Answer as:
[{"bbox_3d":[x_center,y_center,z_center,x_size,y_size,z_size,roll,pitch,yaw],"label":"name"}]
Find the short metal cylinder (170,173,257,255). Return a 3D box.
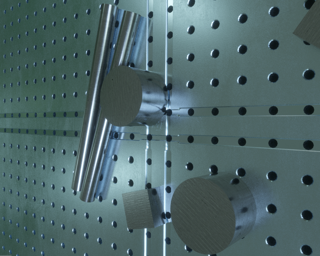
[{"bbox_3d":[0.059,0.092,0.345,0.080,0.050,0.079,0,90,40],"label":"short metal cylinder"}]

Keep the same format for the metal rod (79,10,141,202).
[{"bbox_3d":[-0.079,-0.024,0.474,0.025,0.025,0.298,26,106,37],"label":"metal rod"}]

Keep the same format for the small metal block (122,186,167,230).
[{"bbox_3d":[-0.022,0.111,0.428,0.050,0.025,0.050,-19,78,38],"label":"small metal block"}]

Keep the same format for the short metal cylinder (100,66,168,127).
[{"bbox_3d":[-0.036,-0.041,0.423,0.080,0.050,0.079,0,90,40],"label":"short metal cylinder"}]

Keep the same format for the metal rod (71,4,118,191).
[{"bbox_3d":[-0.106,-0.042,0.496,0.025,0.025,0.298,20,102,38],"label":"metal rod"}]

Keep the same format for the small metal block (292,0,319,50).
[{"bbox_3d":[0.159,-0.093,0.278,0.050,0.025,0.050,45,117,30],"label":"small metal block"}]
